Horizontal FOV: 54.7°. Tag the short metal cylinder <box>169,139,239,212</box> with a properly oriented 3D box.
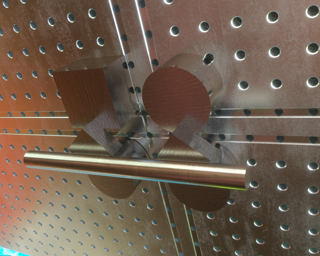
[{"bbox_3d":[0.057,0.061,0.403,0.080,0.050,0.079,13,124,21],"label":"short metal cylinder"}]

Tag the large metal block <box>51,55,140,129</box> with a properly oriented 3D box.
[{"bbox_3d":[-0.083,-0.047,0.409,0.080,0.050,0.080,1,119,27],"label":"large metal block"}]

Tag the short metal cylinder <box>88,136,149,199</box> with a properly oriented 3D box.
[{"bbox_3d":[-0.062,0.058,0.463,0.080,0.050,0.079,13,124,21],"label":"short metal cylinder"}]

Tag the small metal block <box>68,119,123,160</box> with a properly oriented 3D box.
[{"bbox_3d":[-0.086,0.025,0.408,0.050,0.025,0.050,42,129,-1],"label":"small metal block"}]

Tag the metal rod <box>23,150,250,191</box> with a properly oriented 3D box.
[{"bbox_3d":[-0.049,0.046,0.368,0.300,0.025,0.025,1,119,27],"label":"metal rod"}]

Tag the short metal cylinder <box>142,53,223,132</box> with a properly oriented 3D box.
[{"bbox_3d":[0.027,-0.040,0.356,0.080,0.050,0.079,13,124,21],"label":"short metal cylinder"}]

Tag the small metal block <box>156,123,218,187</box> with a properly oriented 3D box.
[{"bbox_3d":[0.028,0.031,0.351,0.050,0.025,0.050,35,129,5],"label":"small metal block"}]
